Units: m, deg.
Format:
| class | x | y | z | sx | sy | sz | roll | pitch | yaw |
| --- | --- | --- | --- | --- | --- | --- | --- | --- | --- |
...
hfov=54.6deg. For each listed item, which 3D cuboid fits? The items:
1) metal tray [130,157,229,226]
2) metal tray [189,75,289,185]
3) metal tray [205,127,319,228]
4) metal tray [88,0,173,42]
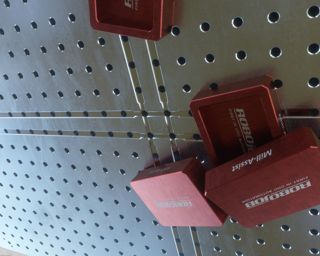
| class | x | y | z | sx | sy | sz | roll | pitch | yaw |
| --- | --- | --- | --- | --- | --- | --- | --- | --- | --- |
| metal tray | 0.025 | 0.094 | 0.434 | 0.130 | 0.030 | 0.090 | -22 | 107 | 50 |
| metal tray | 0.099 | 0.012 | 0.363 | 0.090 | 0.030 | 0.130 | -11 | 113 | 33 |
| metal tray | 0.127 | 0.062 | 0.349 | 0.130 | 0.030 | 0.090 | -32 | 121 | 30 |
| metal tray | -0.031 | -0.164 | 0.323 | 0.090 | 0.030 | 0.129 | 16 | 125 | 19 |
